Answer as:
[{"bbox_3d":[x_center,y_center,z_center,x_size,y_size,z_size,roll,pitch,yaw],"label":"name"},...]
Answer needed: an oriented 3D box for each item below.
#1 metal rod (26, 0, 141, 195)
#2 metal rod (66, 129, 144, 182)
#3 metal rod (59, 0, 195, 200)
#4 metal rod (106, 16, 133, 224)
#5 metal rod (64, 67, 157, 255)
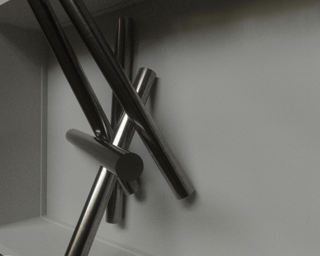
[{"bbox_3d":[-0.101,-0.044,0.417,0.025,0.025,0.299,-18,102,39],"label":"metal rod"},{"bbox_3d":[-0.088,0.023,0.397,0.299,0.025,0.025,-171,83,-65],"label":"metal rod"},{"bbox_3d":[-0.044,-0.047,0.379,0.025,0.025,0.299,-30,92,36],"label":"metal rod"},{"bbox_3d":[-0.060,-0.010,0.456,0.025,0.025,0.298,6,94,40],"label":"metal rod"},{"bbox_3d":[-0.064,0.059,0.379,0.025,0.025,0.299,4,67,40],"label":"metal rod"}]
